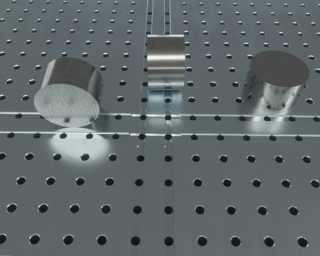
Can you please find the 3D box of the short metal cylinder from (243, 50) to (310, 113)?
[{"bbox_3d":[0.167,-0.068,0.451,0.081,0.050,0.080,0,50,0],"label":"short metal cylinder"}]

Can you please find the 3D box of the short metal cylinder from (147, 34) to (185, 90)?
[{"bbox_3d":[0.008,-0.095,0.452,0.050,0.080,0.080,-1,50,-1],"label":"short metal cylinder"}]

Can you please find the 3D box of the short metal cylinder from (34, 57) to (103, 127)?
[{"bbox_3d":[-0.118,-0.045,0.409,0.081,0.080,0.050,0,50,-1],"label":"short metal cylinder"}]
